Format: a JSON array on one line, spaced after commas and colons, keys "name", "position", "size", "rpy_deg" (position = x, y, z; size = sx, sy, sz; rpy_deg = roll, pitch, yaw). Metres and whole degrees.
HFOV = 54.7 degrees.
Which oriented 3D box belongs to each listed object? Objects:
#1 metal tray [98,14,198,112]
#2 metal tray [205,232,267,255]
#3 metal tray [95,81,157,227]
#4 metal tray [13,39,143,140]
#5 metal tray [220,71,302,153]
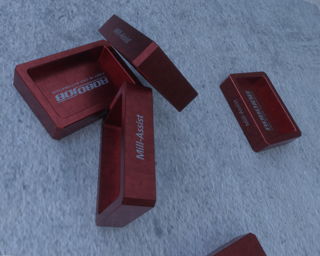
[{"name": "metal tray", "position": [-0.017, -0.081, 0.374], "size": [0.090, 0.030, 0.130], "rpy_deg": [42, 5, -41]}, {"name": "metal tray", "position": [0.072, 0.181, 0.331], "size": [0.131, 0.030, 0.090], "rpy_deg": [-15, 70, -34]}, {"name": "metal tray", "position": [-0.038, 0.029, 0.325], "size": [0.030, 0.090, 0.130], "rpy_deg": [11, 57, -23]}, {"name": "metal tray", "position": [-0.095, -0.053, 0.382], "size": [0.131, 0.030, 0.090], "rpy_deg": [-32, 80, -38]}, {"name": "metal tray", "position": [0.165, -0.031, 0.510], "size": [0.091, 0.030, 0.130], "rpy_deg": [-10, 67, -33]}]
